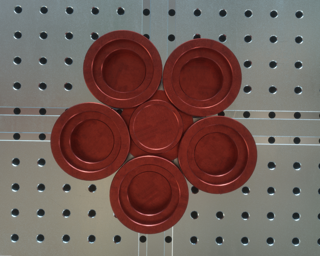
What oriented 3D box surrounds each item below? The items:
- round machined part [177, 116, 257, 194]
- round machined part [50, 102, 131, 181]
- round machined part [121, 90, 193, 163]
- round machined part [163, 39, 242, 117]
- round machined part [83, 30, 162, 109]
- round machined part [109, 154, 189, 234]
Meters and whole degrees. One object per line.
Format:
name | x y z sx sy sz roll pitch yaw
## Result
round machined part | 0.072 0.033 0.405 0.099 0.042 0.097 0 90 0
round machined part | -0.086 0.016 0.404 0.099 0.042 0.097 0 90 0
round machined part | -0.005 -0.001 0.404 0.099 0.042 0.097 0 90 0
round machined part | 0.053 -0.063 0.405 0.099 0.042 0.097 0 90 0
round machined part | -0.046 -0.073 0.404 0.099 0.042 0.097 0 90 0
round machined part | -0.013 0.083 0.404 0.099 0.042 0.097 0 90 0
